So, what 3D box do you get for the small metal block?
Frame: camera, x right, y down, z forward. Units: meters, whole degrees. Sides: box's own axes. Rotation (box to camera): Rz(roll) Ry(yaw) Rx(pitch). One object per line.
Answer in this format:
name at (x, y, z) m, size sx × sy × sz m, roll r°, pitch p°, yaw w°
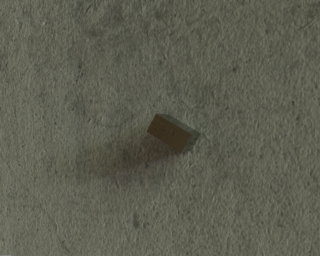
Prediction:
small metal block at (0.019, 0.006, 0.389) m, size 0.050 × 0.050 × 0.025 m, roll 31°, pitch 100°, yaw 17°
